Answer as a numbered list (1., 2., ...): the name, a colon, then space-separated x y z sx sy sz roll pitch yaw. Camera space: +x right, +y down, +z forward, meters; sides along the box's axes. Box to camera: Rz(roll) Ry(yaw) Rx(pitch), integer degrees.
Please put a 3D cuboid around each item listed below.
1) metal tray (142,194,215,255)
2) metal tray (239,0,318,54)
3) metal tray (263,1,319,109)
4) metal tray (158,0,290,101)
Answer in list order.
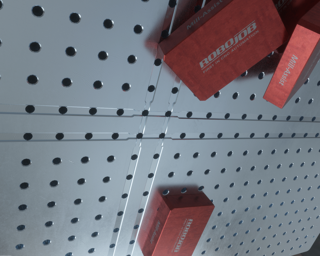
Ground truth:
1. metal tray: 0.031 0.176 0.536 0.091 0.030 0.129 5 116 -31
2. metal tray: 0.173 -0.173 0.397 0.130 0.030 0.090 -48 129 5
3. metal tray: 0.189 -0.097 0.406 0.090 0.030 0.129 -41 155 -29
4. metal tray: 0.075 -0.101 0.366 0.130 0.030 0.090 -37 130 15
